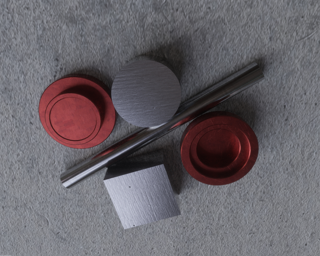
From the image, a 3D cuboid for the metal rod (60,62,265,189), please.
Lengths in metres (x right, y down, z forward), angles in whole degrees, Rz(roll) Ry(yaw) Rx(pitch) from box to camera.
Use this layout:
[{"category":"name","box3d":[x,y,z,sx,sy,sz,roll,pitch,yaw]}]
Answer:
[{"category":"metal rod","box3d":[-0.004,0.002,0.412,0.300,0.025,0.025,-30,108,10]}]

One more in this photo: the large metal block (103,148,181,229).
[{"category":"large metal block","box3d":[-0.022,0.083,0.429,0.080,0.050,0.080,-16,110,6]}]

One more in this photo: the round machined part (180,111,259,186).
[{"category":"round machined part","box3d":[0.076,0.024,0.411,0.099,0.042,0.097,0,110,0]}]

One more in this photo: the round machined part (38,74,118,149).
[{"category":"round machined part","box3d":[-0.105,-0.017,0.394,0.099,0.042,0.097,0,110,0]}]

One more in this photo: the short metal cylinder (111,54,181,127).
[{"category":"short metal cylinder","box3d":[-0.016,-0.047,0.380,0.081,0.050,0.079,0,110,0]}]
